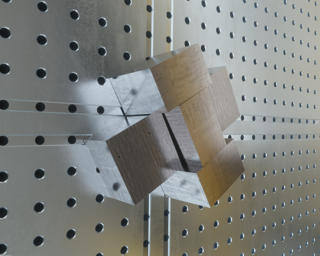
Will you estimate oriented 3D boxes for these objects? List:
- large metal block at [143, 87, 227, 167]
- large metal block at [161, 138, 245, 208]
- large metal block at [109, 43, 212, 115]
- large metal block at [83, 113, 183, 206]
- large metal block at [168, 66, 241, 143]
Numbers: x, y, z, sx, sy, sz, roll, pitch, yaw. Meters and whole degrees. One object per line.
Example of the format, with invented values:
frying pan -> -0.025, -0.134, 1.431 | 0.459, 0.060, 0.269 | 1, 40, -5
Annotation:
large metal block -> 0.027, -0.001, 0.395 | 0.050, 0.080, 0.080 | -36, 112, -34
large metal block -> 0.052, 0.055, 0.416 | 0.080, 0.080, 0.050 | -36, 112, -35
large metal block -> 0.001, -0.057, 0.372 | 0.080, 0.080, 0.050 | -35, 111, -34
large metal block -> -0.030, 0.031, 0.368 | 0.080, 0.050, 0.080 | -33, 110, -35
large metal block -> 0.062, -0.034, 0.443 | 0.080, 0.050, 0.080 | -36, 114, -34
